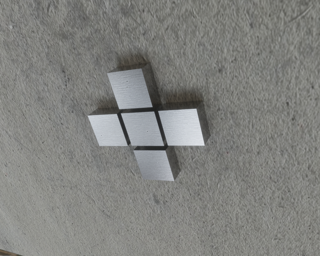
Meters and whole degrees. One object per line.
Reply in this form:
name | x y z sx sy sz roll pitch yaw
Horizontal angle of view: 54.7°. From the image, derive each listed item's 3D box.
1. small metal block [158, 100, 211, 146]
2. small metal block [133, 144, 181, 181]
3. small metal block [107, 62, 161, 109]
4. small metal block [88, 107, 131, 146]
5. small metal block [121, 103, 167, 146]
small metal block | 0.031 -0.006 0.387 0.050 0.025 0.050 -2 118 28
small metal block | -0.003 0.046 0.437 0.050 0.025 0.050 -2 118 29
small metal block | -0.032 -0.053 0.391 0.050 0.025 0.050 -2 118 28
small metal block | -0.068 -0.002 0.441 0.050 0.025 0.050 -2 118 28
small metal block | -0.018 -0.004 0.414 0.050 0.025 0.050 -2 118 28
